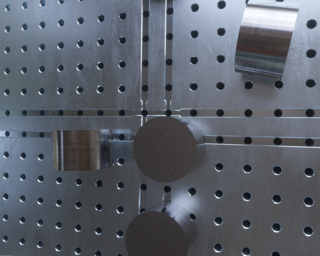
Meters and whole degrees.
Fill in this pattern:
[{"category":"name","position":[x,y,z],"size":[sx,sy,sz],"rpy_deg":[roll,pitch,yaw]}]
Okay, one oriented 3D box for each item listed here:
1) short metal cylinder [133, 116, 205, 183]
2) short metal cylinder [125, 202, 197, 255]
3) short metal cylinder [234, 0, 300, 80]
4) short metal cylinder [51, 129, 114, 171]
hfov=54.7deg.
[{"category":"short metal cylinder","position":[0.013,0.025,0.394],"size":[0.080,0.050,0.079],"rpy_deg":[0,90,19]},{"category":"short metal cylinder","position":[0.003,0.140,0.397],"size":[0.080,0.050,0.079],"rpy_deg":[0,90,19]},{"category":"short metal cylinder","position":[0.118,-0.097,0.342],"size":[0.050,0.080,0.079],"rpy_deg":[14,95,19]},{"category":"short metal cylinder","position":[-0.104,0.028,0.419],"size":[0.080,0.080,0.050],"rpy_deg":[-1,90,19]}]
